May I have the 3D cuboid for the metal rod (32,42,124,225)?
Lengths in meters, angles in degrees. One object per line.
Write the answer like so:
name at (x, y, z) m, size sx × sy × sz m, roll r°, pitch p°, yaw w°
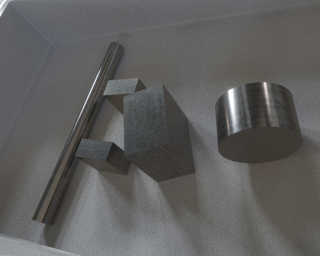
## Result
metal rod at (-0.115, -0.006, 0.467) m, size 0.025 × 0.025 × 0.300 m, roll 4°, pitch 63°, yaw 29°

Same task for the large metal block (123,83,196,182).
large metal block at (0.000, 0.008, 0.364) m, size 0.050 × 0.080 × 0.080 m, roll -17°, pitch 55°, yaw 18°

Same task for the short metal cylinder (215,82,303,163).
short metal cylinder at (0.099, -0.003, 0.320) m, size 0.080 × 0.080 × 0.050 m, roll -12°, pitch 57°, yaw 21°

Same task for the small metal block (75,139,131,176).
small metal block at (-0.072, 0.038, 0.403) m, size 0.050 × 0.050 × 0.025 m, roll 4°, pitch 64°, yaw 30°

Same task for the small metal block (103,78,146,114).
small metal block at (-0.043, -0.044, 0.438) m, size 0.050 × 0.050 × 0.025 m, roll 0°, pitch 62°, yaw 28°
